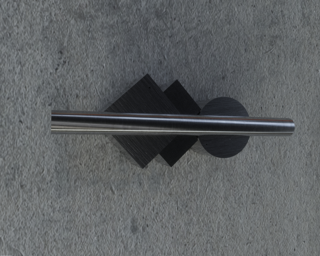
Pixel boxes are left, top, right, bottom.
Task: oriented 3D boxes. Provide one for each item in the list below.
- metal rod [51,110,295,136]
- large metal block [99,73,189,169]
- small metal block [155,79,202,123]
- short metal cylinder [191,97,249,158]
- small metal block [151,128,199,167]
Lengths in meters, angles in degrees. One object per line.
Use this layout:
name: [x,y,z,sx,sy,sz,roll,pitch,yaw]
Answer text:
metal rod: [0.031,-0.004,0.367,0.302,0.025,0.025,1,90,-20]
large metal block: [-0.026,-0.008,0.386,0.080,0.050,0.080,-44,104,-15]
small metal block: [0.019,-0.033,0.405,0.025,0.050,0.050,-44,105,-14]
short metal cylinder: [0.075,-0.001,0.424,0.081,0.050,0.080,0,90,-20]
small metal block: [0.015,0.022,0.404,0.050,0.050,0.025,-44,104,-15]
